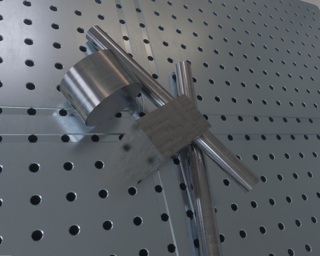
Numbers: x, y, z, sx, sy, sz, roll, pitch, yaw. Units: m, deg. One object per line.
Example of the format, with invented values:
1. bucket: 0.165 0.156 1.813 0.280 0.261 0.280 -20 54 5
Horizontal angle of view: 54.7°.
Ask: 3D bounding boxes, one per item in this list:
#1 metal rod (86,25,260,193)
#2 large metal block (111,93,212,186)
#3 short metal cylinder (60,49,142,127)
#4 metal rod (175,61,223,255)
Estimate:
1. metal rod: 0.009 -0.032 0.409 0.300 0.025 0.025 45 51 12
2. large metal block: 0.000 0.014 0.365 0.081 0.080 0.050 -32 80 -38
3. short metal cylinder: -0.068 -0.046 0.364 0.081 0.080 0.050 -32 80 -38
4. metal rod: 0.048 0.034 0.413 0.025 0.025 0.299 9 58 -24
